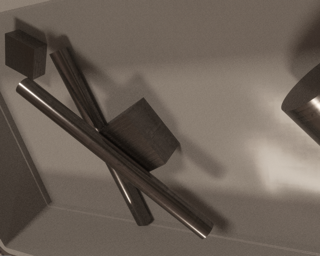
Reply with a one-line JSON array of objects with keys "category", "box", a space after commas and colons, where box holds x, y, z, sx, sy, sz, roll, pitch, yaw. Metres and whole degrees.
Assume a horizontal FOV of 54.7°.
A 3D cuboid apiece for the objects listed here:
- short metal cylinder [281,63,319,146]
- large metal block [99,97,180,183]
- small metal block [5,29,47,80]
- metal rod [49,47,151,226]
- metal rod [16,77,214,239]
[{"category": "short metal cylinder", "box": [0.157, -0.027, 0.274, 0.050, 0.080, 0.080, 43, 129, -2]}, {"category": "large metal block", "box": [-0.035, 0.018, 0.421, 0.080, 0.050, 0.080, -31, 102, 37]}, {"category": "small metal block", "box": [-0.192, -0.105, 0.442, 0.050, 0.025, 0.050, 29, 128, 9]}, {"category": "metal rod", "box": [-0.082, 0.026, 0.465, 0.025, 0.025, 0.299, -10, 114, 32]}, {"category": "metal rod", "box": [-0.058, 0.037, 0.395, 0.300, 0.025, 0.025, 38, 129, 2]}]
